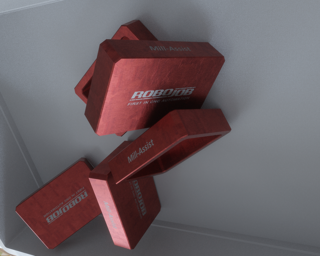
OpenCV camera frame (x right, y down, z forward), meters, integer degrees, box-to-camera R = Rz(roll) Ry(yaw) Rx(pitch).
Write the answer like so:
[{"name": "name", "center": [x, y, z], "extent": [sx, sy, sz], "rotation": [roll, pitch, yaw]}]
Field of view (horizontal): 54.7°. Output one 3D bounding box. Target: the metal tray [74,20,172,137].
[{"name": "metal tray", "center": [-0.041, -0.057, 0.390], "extent": [0.090, 0.030, 0.129], "rotation": [46, 129, -5]}]

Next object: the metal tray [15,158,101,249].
[{"name": "metal tray", "center": [-0.151, 0.122, 0.506], "extent": [0.130, 0.030, 0.090], "rotation": [-37, 99, -4]}]

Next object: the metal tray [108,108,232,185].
[{"name": "metal tray", "center": [0.009, 0.023, 0.372], "extent": [0.129, 0.091, 0.030], "rotation": [-38, 67, 38]}]

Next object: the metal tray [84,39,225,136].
[{"name": "metal tray", "center": [-0.004, -0.042, 0.318], "extent": [0.030, 0.131, 0.089], "rotation": [53, 137, 33]}]

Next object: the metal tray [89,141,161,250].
[{"name": "metal tray", "center": [-0.045, 0.095, 0.445], "extent": [0.030, 0.090, 0.129], "rotation": [3, 120, 31]}]
